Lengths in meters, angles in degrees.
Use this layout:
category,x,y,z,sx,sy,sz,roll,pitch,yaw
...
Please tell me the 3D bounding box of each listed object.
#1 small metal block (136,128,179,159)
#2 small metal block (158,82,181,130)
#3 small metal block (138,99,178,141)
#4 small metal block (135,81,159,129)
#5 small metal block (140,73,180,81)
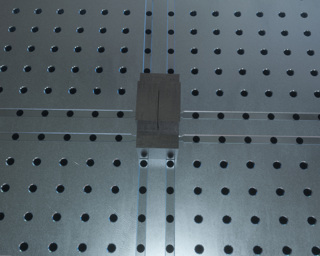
category,x,y,z,sx,sy,sz,roll,pitch,yaw
small metal block,-0.003,0.021,0.391,0.050,0.050,0.025,1,70,1
small metal block,0.012,-0.023,0.380,0.025,0.050,0.050,1,70,2
small metal block,-0.002,-0.010,0.415,0.050,0.025,0.050,1,70,2
small metal block,-0.015,-0.023,0.380,0.025,0.050,0.050,2,70,1
small metal block,-0.001,-0.050,0.416,0.050,0.050,0.025,2,70,1
